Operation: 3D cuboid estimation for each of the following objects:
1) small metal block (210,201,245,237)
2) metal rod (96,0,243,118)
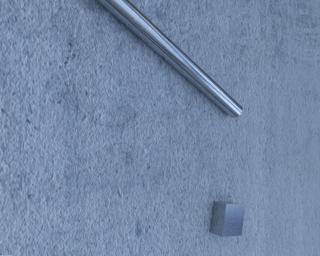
[{"bbox_3d":[0.110,0.146,0.500,0.050,0.025,0.050,14,81,-39],"label":"small metal block"},{"bbox_3d":[0.024,-0.096,0.426,0.301,0.025,0.025,34,69,-35],"label":"metal rod"}]
